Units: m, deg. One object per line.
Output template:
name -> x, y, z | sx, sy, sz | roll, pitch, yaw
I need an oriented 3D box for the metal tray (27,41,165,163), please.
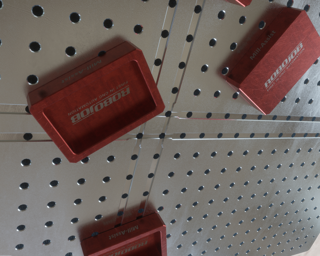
metal tray -> -0.068, -0.028, 0.354 | 0.131, 0.030, 0.090 | -31, 129, -9

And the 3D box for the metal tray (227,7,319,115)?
metal tray -> 0.168, -0.093, 0.445 | 0.090, 0.030, 0.130 | 33, 100, -39

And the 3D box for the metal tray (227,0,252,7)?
metal tray -> 0.091, -0.211, 0.328 | 0.091, 0.030, 0.129 | 17, 109, -36

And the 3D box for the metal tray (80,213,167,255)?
metal tray -> -0.054, 0.199, 0.502 | 0.131, 0.030, 0.089 | -16, 125, -20
